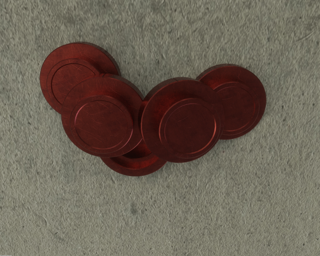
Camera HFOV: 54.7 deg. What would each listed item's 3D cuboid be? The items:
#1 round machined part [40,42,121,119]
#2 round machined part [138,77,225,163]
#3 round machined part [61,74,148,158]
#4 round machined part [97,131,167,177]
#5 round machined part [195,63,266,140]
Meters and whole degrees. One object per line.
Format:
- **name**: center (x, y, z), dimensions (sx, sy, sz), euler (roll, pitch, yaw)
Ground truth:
- **round machined part**: center (-0.098, -0.054, 0.380), dimensions (0.099, 0.042, 0.097), euler (0, 110, -1)
- **round machined part**: center (0.027, -0.005, 0.345), dimensions (0.099, 0.042, 0.097), euler (-5, 109, -13)
- **round machined part**: center (-0.063, -0.010, 0.352), dimensions (0.099, 0.042, 0.097), euler (0, 110, -1)
- **round machined part**: center (-0.032, 0.011, 0.405), dimensions (0.099, 0.042, 0.097), euler (0, 110, -1)
- **round machined part**: center (0.086, -0.030, 0.392), dimensions (0.099, 0.042, 0.097), euler (0, 110, -1)
